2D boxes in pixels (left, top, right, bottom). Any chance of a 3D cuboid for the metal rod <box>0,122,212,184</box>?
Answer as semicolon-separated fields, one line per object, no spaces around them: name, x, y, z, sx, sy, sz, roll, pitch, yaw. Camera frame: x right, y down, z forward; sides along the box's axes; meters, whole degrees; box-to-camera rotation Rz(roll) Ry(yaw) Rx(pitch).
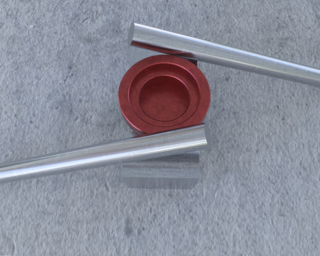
metal rod;-0.094;0.035;0.336;0.301;0.025;0.025;-12;69;19

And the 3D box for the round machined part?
round machined part;0.005;-0.030;0.349;0.099;0.042;0.098;0;70;-1

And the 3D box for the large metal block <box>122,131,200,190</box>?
large metal block;0.001;0.041;0.365;0.081;0.080;0.050;1;70;0

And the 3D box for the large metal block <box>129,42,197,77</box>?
large metal block;0.004;-0.072;0.406;0.081;0.080;0.050;1;70;0

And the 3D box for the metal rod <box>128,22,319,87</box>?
metal rod;0.109;-0.083;0.384;0.302;0.025;0.025;7;69;-21
